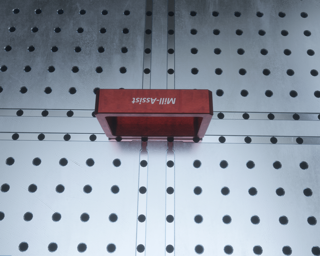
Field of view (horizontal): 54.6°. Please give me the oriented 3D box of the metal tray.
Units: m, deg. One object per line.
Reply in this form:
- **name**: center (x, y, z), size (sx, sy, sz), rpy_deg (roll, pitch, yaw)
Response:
- **metal tray**: center (-0.006, -0.015, 0.382), size (0.131, 0.090, 0.030), rpy_deg (0, 70, 0)
